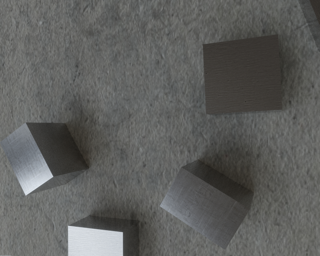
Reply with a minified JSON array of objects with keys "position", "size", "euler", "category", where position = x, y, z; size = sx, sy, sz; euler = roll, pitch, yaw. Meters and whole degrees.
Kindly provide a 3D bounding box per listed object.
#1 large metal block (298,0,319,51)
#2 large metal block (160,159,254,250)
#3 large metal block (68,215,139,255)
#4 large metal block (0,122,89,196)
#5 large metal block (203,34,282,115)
[{"position":[0.198,-0.139,0.326],"size":[0.080,0.050,0.080],"euler":[-21,83,18],"category":"large metal block"},{"position":[0.058,0.082,0.359],"size":[0.080,0.080,0.050],"euler":[30,100,17],"category":"large metal block"},{"position":[-0.075,0.169,0.421],"size":[0.080,0.050,0.079],"euler":[0,90,19],"category":"large metal block"},{"position":[-0.158,0.040,0.434],"size":[0.050,0.080,0.080],"euler":[-34,79,17],"category":"large metal block"},{"position":[0.097,-0.057,0.361],"size":[0.080,0.050,0.079],"euler":[-3,89,19],"category":"large metal block"}]
